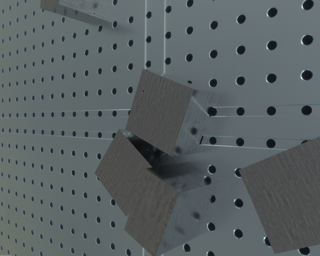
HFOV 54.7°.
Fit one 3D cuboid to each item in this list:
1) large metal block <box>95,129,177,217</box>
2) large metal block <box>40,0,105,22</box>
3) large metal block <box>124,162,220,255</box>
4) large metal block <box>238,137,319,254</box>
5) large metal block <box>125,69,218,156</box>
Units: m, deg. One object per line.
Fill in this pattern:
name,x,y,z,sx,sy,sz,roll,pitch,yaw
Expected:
large metal block,-0.032,0.057,0.418,0.080,0.050,0.080,46,117,30
large metal block,-0.132,-0.217,0.480,0.050,0.081,0.079,9,96,39
large metal block,0.015,0.090,0.360,0.050,0.081,0.079,30,109,36
large metal block,0.133,0.059,0.283,0.080,0.050,0.080,-32,71,35
large metal block,0.012,-0.020,0.381,0.080,0.050,0.079,28,108,36
